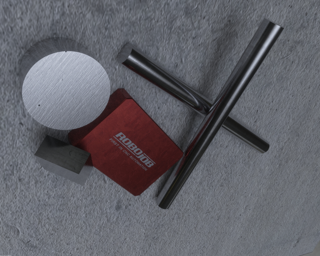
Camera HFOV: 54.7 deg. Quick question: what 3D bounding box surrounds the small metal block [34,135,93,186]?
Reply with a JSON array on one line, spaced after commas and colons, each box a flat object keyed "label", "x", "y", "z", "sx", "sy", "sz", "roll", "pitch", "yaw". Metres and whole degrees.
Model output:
[{"label": "small metal block", "x": -0.104, "y": 0.037, "z": 0.342, "sx": 0.050, "sy": 0.050, "sz": 0.025, "roll": 108, "pitch": 5, "yaw": -65}]

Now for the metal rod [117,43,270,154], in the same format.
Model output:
[{"label": "metal rod", "x": 0.067, "y": -0.025, "z": 0.427, "sx": 0.301, "sy": 0.025, "sz": 0.025, "roll": 28, "pitch": 103, "yaw": -38}]

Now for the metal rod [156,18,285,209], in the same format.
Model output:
[{"label": "metal rod", "x": 0.066, "y": 0.000, "z": 0.412, "sx": 0.025, "sy": 0.025, "sz": 0.298, "roll": 8, "pitch": 124, "yaw": -32}]

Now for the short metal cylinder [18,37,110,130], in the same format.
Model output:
[{"label": "short metal cylinder", "x": -0.096, "y": -0.045, "z": 0.310, "sx": 0.081, "sy": 0.050, "sz": 0.079, "roll": -14, "pitch": 124, "yaw": -21}]

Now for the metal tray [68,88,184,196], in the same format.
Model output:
[{"label": "metal tray", "x": -0.039, "y": 0.023, "z": 0.397, "sx": 0.090, "sy": 0.030, "sz": 0.130, "roll": -42, "pitch": 130, "yaw": 1}]
